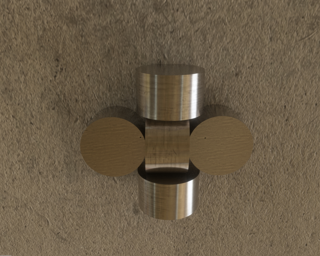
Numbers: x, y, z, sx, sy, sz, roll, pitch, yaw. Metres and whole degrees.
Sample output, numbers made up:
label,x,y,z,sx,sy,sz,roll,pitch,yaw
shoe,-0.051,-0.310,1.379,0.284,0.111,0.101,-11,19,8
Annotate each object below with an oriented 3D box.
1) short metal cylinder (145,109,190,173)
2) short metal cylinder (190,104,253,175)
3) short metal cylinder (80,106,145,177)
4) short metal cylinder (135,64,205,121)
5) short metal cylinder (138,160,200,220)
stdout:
label,x,y,z,sx,sy,sz,roll,pitch,yaw
short metal cylinder,0.008,0.016,0.388,0.050,0.080,0.079,1,110,0
short metal cylinder,0.074,0.014,0.403,0.081,0.050,0.079,0,111,0
short metal cylinder,-0.058,0.016,0.403,0.081,0.050,0.079,0,110,-1
short metal cylinder,0.012,-0.045,0.366,0.081,0.080,0.050,0,110,0
short metal cylinder,0.011,0.077,0.411,0.081,0.080,0.050,0,110,0
